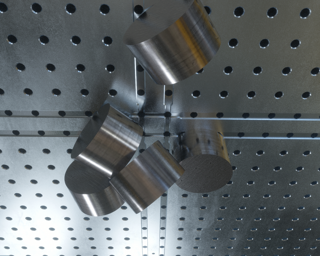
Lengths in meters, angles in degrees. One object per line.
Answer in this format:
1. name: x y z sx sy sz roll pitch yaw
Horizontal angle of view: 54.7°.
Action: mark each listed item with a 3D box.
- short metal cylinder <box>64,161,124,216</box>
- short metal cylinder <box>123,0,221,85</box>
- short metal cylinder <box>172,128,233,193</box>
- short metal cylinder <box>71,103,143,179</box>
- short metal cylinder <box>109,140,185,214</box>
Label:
1. short metal cylinder: -0.087 0.077 0.440 0.080 0.080 0.050 -7 130 5
2. short metal cylinder: 0.012 -0.088 0.301 0.080 0.080 0.050 -26 126 20
3. short metal cylinder: 0.057 0.047 0.436 0.081 0.050 0.079 -1 130 0
4. short metal cylinder: -0.066 0.016 0.386 0.050 0.080 0.080 36 121 -22
5. short metal cylinder: -0.016 0.060 0.383 0.050 0.080 0.080 49 120 3
